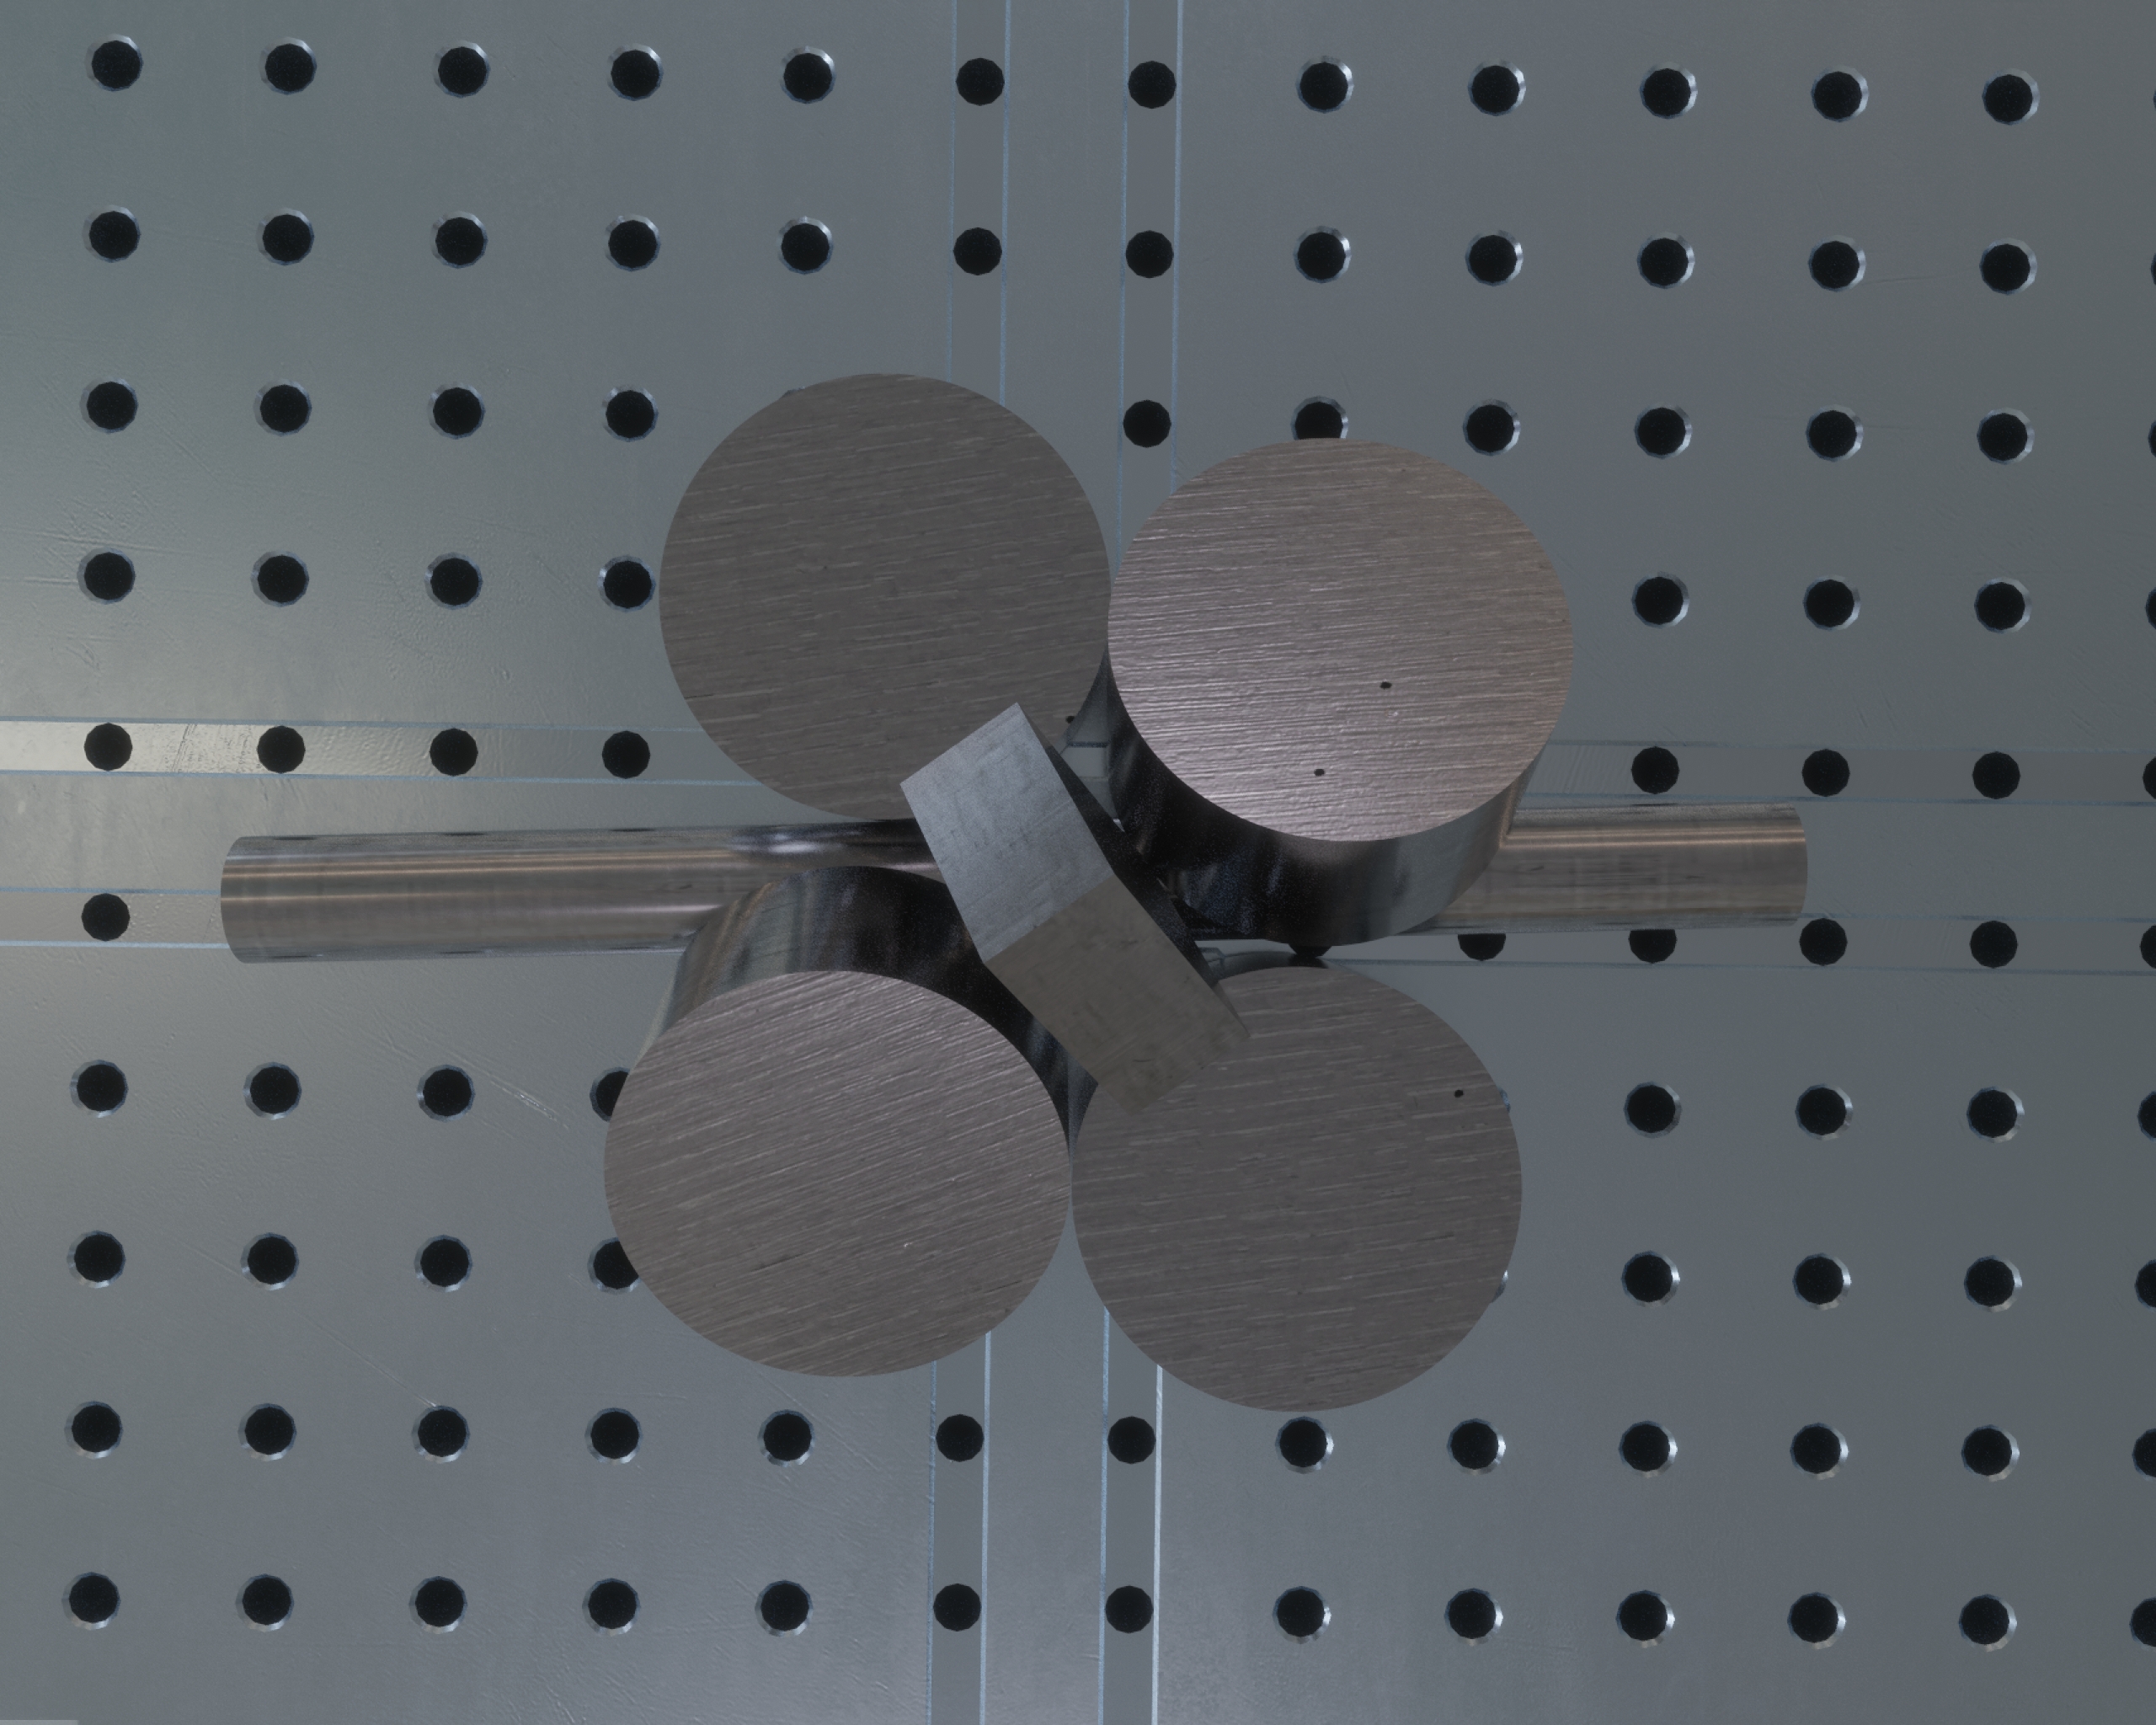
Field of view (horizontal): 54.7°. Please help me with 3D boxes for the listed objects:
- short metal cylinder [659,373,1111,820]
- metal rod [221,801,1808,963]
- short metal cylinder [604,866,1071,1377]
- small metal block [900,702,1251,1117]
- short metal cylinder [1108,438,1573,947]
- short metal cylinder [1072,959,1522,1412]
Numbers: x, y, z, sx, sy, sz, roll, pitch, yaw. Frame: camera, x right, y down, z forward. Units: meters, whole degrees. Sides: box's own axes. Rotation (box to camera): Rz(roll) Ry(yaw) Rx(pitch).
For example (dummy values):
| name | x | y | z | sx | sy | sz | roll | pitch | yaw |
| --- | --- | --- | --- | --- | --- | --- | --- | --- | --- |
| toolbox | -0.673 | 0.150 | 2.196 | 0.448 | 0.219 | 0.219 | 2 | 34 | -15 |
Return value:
| name | x | y | z | sx | sy | sz | roll | pitch | yaw |
| --- | --- | --- | --- | --- | --- | --- | --- | --- | --- |
| short metal cylinder | -0.034 | -0.048 | 0.397 | 0.081 | 0.050 | 0.079 | 0 | 90 | 0 |
| metal rod | -0.012 | 0.004 | 0.409 | 0.302 | 0.025 | 0.025 | -1 | 90 | 0 |
| short metal cylinder | -0.042 | 0.047 | 0.385 | 0.081 | 0.050 | 0.079 | 0 | 110 | -1 |
| small metal block | -0.001 | 0.008 | 0.362 | 0.025 | 0.050 | 0.050 | -35 | 132 | 6 |
| short metal cylinder | 0.046 | -0.030 | 0.384 | 0.081 | 0.050 | 0.080 | 0 | 67 | 0 |
| short metal cylinder | 0.039 | 0.058 | 0.397 | 0.081 | 0.050 | 0.079 | 0 | 90 | 0 |
